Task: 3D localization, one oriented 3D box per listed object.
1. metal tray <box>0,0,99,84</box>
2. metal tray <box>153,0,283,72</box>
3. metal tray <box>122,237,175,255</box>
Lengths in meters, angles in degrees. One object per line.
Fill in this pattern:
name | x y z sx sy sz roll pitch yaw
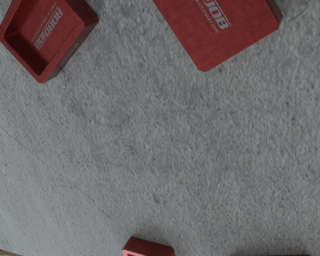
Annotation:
metal tray | -0.149 -0.129 0.399 0.090 0.030 0.130 49 128 -7
metal tray | 0.045 -0.131 0.298 0.090 0.030 0.130 -27 104 37
metal tray | -0.013 0.267 0.573 0.090 0.030 0.129 5 121 25
